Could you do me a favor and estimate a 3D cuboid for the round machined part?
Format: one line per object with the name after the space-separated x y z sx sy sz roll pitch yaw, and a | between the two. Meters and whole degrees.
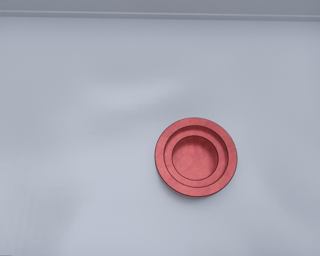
0.043 0.039 0.387 0.099 0.042 0.098 0 70 -1 | round machined part
